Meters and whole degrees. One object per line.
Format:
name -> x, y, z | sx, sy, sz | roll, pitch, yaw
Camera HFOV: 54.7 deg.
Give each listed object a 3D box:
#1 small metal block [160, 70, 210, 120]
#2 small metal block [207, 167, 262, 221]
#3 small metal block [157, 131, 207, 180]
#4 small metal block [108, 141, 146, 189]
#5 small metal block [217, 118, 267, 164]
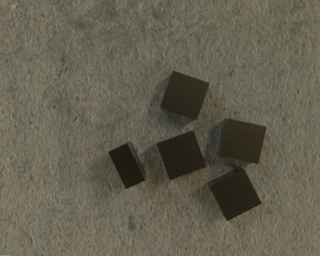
small metal block -> 0.032, -0.042, 0.410 | 0.050, 0.025, 0.050 | 19, 90, -1
small metal block -> 0.098, 0.087, 0.411 | 0.050, 0.025, 0.050 | -27, 90, -1
small metal block -> 0.028, 0.035, 0.410 | 0.050, 0.025, 0.050 | -20, 90, -1
small metal block -> -0.040, 0.046, 0.397 | 0.025, 0.050, 0.050 | -25, 90, 0
small metal block -> 0.108, 0.017, 0.411 | 0.050, 0.025, 0.050 | 12, 90, -1
